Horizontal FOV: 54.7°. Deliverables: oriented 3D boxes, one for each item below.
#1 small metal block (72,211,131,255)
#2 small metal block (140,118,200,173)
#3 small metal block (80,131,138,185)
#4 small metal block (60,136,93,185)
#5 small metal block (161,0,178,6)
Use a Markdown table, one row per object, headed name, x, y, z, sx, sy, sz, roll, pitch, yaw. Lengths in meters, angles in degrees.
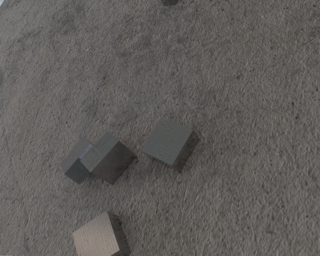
| name | x | y | z | sx | sy | sz | roll | pitch | yaw |
| --- | --- | --- | --- | --- | --- | --- | --- | --- | --- |
| small metal block | -0.068 | 0.133 | 0.358 | 0.050 | 0.025 | 0.050 | -34 | 51 | 5 |
| small metal block | 0.013 | 0.021 | 0.384 | 0.050 | 0.025 | 0.050 | 22 | 73 | 36 |
| small metal block | -0.064 | 0.039 | 0.397 | 0.050 | 0.050 | 0.025 | -49 | 54 | -6 |
| small metal block | -0.106 | 0.043 | 0.421 | 0.050 | 0.025 | 0.050 | -51 | 24 | -8 |
| small metal block | 0.015 | -0.249 | 0.532 | 0.025 | 0.050 | 0.050 | 9 | 66 | 32 |
